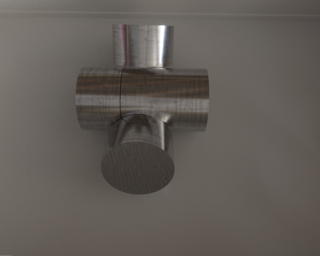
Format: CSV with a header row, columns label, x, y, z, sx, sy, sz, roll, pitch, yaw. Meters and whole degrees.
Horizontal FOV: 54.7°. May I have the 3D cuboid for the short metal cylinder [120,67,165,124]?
label,x,y,z,sx,sy,sz,roll,pitch,yaw
short metal cylinder,-0.019,-0.036,0.391,0.050,0.080,0.080,1,70,1

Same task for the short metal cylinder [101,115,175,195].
label,x,y,z,sx,sy,sz,roll,pitch,yaw
short metal cylinder,-0.024,0.031,0.359,0.081,0.079,0.050,0,36,0

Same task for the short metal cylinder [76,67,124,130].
label,x,y,z,sx,sy,sz,roll,pitch,yaw
short metal cylinder,-0.070,-0.037,0.392,0.050,0.080,0.080,1,70,1

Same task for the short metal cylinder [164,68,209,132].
label,x,y,z,sx,sy,sz,roll,pitch,yaw
short metal cylinder,0.031,-0.035,0.392,0.050,0.080,0.080,1,70,1

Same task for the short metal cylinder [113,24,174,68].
label,x,y,z,sx,sy,sz,roll,pitch,yaw
short metal cylinder,-0.022,-0.110,0.411,0.080,0.080,0.050,2,108,0
